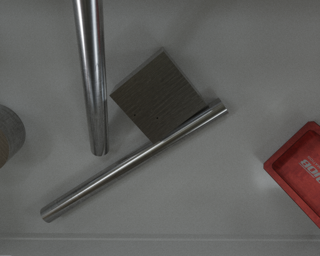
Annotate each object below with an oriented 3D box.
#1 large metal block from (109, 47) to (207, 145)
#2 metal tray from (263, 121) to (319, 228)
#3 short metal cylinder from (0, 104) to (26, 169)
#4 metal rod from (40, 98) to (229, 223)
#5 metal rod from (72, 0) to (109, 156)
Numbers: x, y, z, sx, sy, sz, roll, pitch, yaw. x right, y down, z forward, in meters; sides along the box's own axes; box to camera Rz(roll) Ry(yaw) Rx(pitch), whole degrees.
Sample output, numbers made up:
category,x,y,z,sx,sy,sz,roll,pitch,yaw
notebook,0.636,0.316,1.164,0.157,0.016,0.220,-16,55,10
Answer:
category,x,y,z,sx,sy,sz,roll,pitch,yaw
large metal block,-0.002,-0.041,0.383,0.080,0.050,0.080,-37,106,12
metal tray,0.207,0.065,0.385,0.090,0.130,0.030,-48,139,15
short metal cylinder,-0.224,0.013,0.399,0.081,0.050,0.079,0,110,-1
metal rod,-0.042,0.049,0.428,0.300,0.025,0.025,-32,107,10
metal rod,-0.067,-0.066,0.309,0.025,0.025,0.298,6,140,-3
